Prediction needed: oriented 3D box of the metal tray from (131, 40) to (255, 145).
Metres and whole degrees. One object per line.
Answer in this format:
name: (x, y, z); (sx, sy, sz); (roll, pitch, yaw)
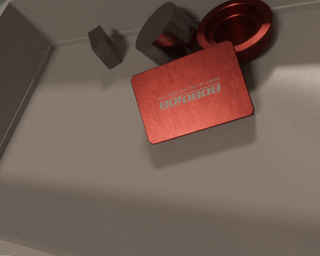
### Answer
metal tray: (0.038, -0.040, 0.378); (0.130, 0.030, 0.090); (-18, 86, 17)

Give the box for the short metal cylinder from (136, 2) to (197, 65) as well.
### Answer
short metal cylinder: (0.010, -0.131, 0.446); (0.080, 0.050, 0.080); (-35, 38, 33)

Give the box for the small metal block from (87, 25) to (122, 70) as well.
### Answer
small metal block: (-0.092, -0.134, 0.518); (0.025, 0.050, 0.050); (-30, 52, 9)

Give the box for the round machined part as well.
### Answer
round machined part: (0.103, -0.124, 0.416); (0.098, 0.042, 0.098); (-13, 57, 20)
